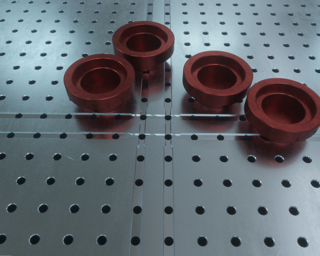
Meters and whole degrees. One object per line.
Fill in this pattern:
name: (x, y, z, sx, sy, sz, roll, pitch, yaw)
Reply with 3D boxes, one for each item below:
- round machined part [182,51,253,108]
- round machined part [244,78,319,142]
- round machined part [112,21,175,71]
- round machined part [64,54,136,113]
round machined part: (0.082, -0.067, 0.454, 0.099, 0.042, 0.098, 0, 50, 0)
round machined part: (0.162, -0.019, 0.415, 0.099, 0.042, 0.098, 0, 50, 0)
round machined part: (-0.026, -0.130, 0.505, 0.099, 0.042, 0.098, 0, 50, 0)
round machined part: (-0.084, -0.061, 0.446, 0.099, 0.042, 0.098, 0, 50, 0)
